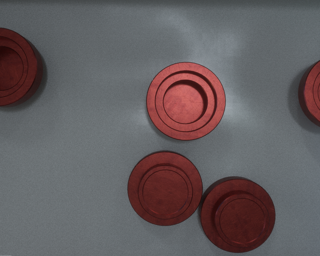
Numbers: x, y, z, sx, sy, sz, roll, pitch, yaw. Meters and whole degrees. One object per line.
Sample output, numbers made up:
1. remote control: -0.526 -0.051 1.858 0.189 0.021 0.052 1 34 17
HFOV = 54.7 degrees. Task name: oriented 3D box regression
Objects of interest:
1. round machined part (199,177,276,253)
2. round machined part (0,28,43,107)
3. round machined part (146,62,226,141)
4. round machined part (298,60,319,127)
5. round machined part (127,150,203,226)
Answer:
1. round machined part: 0.102 0.115 0.404 0.099 0.042 0.097 0 90 0
2. round machined part: -0.200 -0.075 0.401 0.099 0.042 0.097 0 90 0
3. round machined part: 0.032 -0.033 0.403 0.099 0.042 0.097 0 90 0
4. round machined part: 0.229 -0.044 0.402 0.099 0.042 0.097 0 88 4
5. round machined part: 0.007 0.079 0.403 0.099 0.042 0.097 0 90 0
